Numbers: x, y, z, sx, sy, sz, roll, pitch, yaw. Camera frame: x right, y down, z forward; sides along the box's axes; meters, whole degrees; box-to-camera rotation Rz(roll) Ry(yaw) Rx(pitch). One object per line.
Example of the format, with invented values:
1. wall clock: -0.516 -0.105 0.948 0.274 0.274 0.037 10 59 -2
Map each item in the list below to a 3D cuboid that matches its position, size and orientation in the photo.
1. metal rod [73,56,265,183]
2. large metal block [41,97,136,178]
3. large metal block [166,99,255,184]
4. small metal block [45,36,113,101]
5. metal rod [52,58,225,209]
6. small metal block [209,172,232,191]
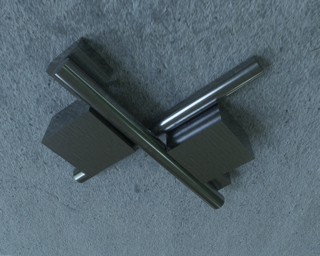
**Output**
1. metal rod: -0.005 0.000 0.410 0.300 0.025 0.025 -32 124 24
2. large metal block: -0.086 0.007 0.395 0.080 0.050 0.080 -30 124 23
3. large metal block: 0.065 0.019 0.409 0.080 0.050 0.080 -32 124 24
4. small metal block: -0.090 -0.066 0.352 0.050 0.025 0.050 -30 124 23
5. metal rod: -0.008 0.024 0.396 0.025 0.025 0.300 -32 124 24
6. small metal block: 0.072 0.074 0.474 0.050 0.025 0.050 -36 122 26
